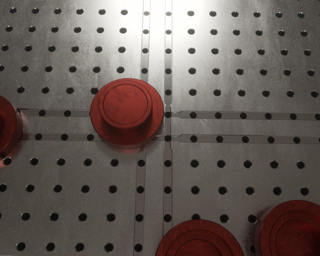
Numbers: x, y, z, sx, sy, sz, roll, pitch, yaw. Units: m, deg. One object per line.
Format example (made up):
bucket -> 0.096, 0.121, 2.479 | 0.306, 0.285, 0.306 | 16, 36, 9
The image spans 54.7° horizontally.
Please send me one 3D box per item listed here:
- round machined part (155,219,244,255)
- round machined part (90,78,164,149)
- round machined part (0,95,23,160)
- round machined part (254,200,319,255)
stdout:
round machined part -> 0.043, 0.154, 0.347 | 0.099, 0.042, 0.098 | 0, 70, -1
round machined part -> -0.044, -0.024, 0.411 | 0.099, 0.042, 0.098 | 0, 70, -1
round machined part -> -0.236, -0.003, 0.401 | 0.099, 0.042, 0.098 | 0, 70, -1
round machined part -> 0.157, 0.135, 0.355 | 0.099, 0.042, 0.098 | 0, 70, -1
